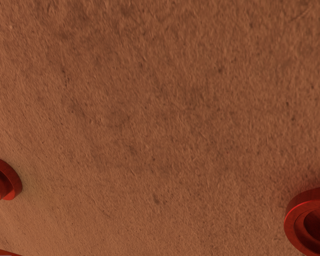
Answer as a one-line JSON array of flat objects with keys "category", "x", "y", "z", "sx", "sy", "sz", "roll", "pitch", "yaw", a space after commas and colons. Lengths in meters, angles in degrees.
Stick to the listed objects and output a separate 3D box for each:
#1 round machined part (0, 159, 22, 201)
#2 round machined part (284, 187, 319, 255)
[{"category": "round machined part", "x": -0.339, "y": 0.113, "z": 0.640, "sx": 0.098, "sy": 0.042, "sz": 0.097, "roll": 13, "pitch": 124, "yaw": 20}, {"category": "round machined part", "x": 0.198, "y": 0.107, "z": 0.358, "sx": 0.098, "sy": 0.042, "sz": 0.097, "roll": 13, "pitch": 124, "yaw": 20}]
